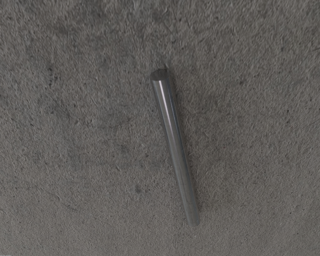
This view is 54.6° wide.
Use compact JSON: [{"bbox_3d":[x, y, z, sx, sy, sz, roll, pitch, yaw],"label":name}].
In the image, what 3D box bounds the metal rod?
[{"bbox_3d":[0.030,0.051,0.450,0.025,0.025,0.299,-9,130,7],"label":"metal rod"}]
